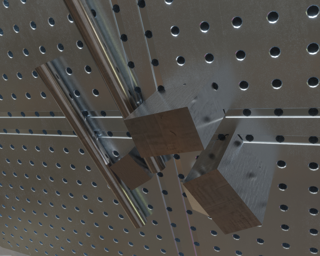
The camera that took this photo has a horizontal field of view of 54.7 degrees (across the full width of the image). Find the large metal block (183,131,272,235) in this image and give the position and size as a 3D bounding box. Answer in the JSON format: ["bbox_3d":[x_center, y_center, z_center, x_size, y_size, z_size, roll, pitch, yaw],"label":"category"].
[{"bbox_3d":[0.084,0.064,0.371,0.050,0.080,0.080,-33,100,38],"label":"large metal block"}]

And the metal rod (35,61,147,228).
[{"bbox_3d":[-0.100,0.036,0.486,0.025,0.025,0.299,-16,110,34],"label":"metal rod"}]

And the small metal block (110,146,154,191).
[{"bbox_3d":[-0.040,0.061,0.470,0.050,0.025,0.050,48,129,-6],"label":"small metal block"}]

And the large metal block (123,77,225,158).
[{"bbox_3d":[0.019,-0.012,0.358,0.080,0.080,0.050,-10,113,32],"label":"large metal block"}]

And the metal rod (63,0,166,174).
[{"bbox_3d":[-0.063,-0.070,0.401,0.025,0.025,0.299,-13,112,33],"label":"metal rod"}]

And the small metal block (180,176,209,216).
[{"bbox_3d":[0.061,0.091,0.423,0.050,0.025,0.050,7,126,56],"label":"small metal block"}]
